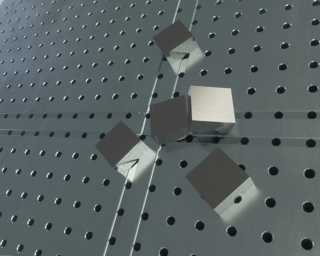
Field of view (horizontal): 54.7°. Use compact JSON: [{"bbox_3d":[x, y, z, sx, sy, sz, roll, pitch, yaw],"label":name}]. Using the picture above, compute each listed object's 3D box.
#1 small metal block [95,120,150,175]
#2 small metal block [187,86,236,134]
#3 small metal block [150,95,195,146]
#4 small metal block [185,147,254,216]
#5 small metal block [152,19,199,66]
[{"bbox_3d":[-0.051,0.026,0.418,0.050,0.025,0.050,-45,51,-4],"label":"small metal block"},{"bbox_3d":[0.060,-0.022,0.375,0.050,0.025,0.050,4,59,-5],"label":"small metal block"},{"bbox_3d":[0.015,-0.010,0.405,0.050,0.025,0.050,-16,55,18],"label":"small metal block"},{"bbox_3d":[0.065,0.057,0.338,0.050,0.025,0.050,-42,51,-1],"label":"small metal block"},{"bbox_3d":[0.023,-0.132,0.476,0.050,0.025,0.050,-33,52,6],"label":"small metal block"}]
